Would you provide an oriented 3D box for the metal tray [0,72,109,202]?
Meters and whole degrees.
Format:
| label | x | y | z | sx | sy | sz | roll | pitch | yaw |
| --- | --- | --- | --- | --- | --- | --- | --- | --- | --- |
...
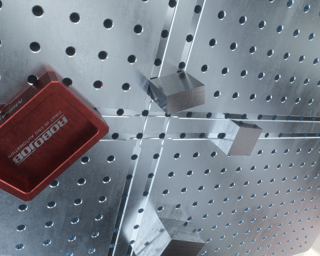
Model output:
| label | x | y | z | sx | sy | sz | roll | pitch | yaw |
| --- | --- | --- | --- | --- | --- | --- | --- | --- | --- |
| metal tray | -0.134 | 0.013 | 0.343 | 0.130 | 0.030 | 0.090 | -42 | 130 | 0 |

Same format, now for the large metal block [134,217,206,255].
| label | x | y | z | sx | sy | sz | roll | pitch | yaw |
| --- | --- | --- | --- | --- | --- | --- | --- | --- | --- |
| large metal block | 0.017 | 0.206 | 0.534 | 0.080 | 0.050 | 0.080 | 22 | 106 | -37 |

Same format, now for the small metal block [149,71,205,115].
| label | x | y | z | sx | sy | sz | roll | pitch | yaw |
| --- | --- | --- | --- | --- | --- | --- | --- | --- | --- |
| small metal block | 0.020 | -0.045 | 0.380 | 0.050 | 0.050 | 0.025 | -18 | 126 | -19 |

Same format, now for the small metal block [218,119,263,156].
| label | x | y | z | sx | sy | sz | roll | pitch | yaw |
| --- | --- | --- | --- | --- | --- | --- | --- | --- | --- |
| small metal block | 0.128 | 0.016 | 0.494 | 0.050 | 0.025 | 0.050 | 5 | 116 | -31 |
